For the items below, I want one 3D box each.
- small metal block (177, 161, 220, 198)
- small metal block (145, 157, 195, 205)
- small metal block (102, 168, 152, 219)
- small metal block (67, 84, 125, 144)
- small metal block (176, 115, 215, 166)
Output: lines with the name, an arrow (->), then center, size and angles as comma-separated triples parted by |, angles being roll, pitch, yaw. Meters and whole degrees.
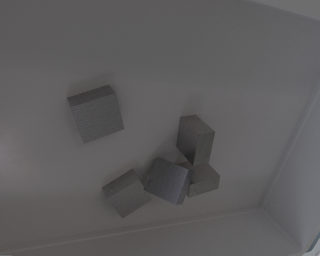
small metal block -> 0.054, 0.073, 0.467 | 0.050, 0.050, 0.025 | -12, 124, -22
small metal block -> 0.014, 0.074, 0.433 | 0.025, 0.050, 0.050 | 26, 84, -63
small metal block -> -0.046, 0.094, 0.441 | 0.050, 0.025, 0.050 | -32, 129, -8
small metal block -> -0.073, -0.016, 0.358 | 0.050, 0.025, 0.050 | -21, 127, -16
small metal block -> 0.048, 0.016, 0.428 | 0.025, 0.050, 0.050 | -8, 122, -24
